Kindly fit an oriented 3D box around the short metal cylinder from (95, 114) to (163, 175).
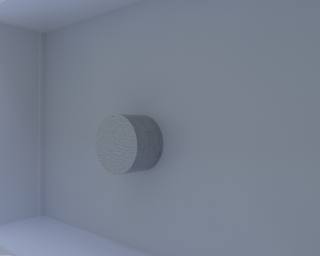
[{"bbox_3d":[-0.043,0.021,0.424,0.080,0.050,0.079,0,90,39],"label":"short metal cylinder"}]
